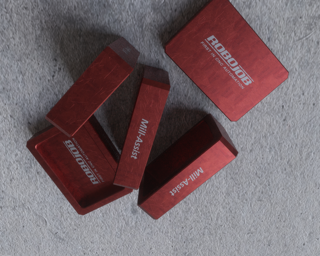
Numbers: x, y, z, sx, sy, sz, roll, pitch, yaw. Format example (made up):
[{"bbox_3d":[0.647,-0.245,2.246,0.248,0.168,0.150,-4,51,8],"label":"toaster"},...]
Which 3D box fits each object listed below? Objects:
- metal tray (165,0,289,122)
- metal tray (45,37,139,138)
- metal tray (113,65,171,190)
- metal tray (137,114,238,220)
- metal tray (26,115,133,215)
[{"bbox_3d":[0.080,-0.082,0.379,0.090,0.030,0.130,-43,105,13],"label":"metal tray"},{"bbox_3d":[-0.066,-0.051,0.335,0.030,0.130,0.090,42,104,-14],"label":"metal tray"},{"bbox_3d":[-0.022,-0.003,0.374,0.030,0.090,0.129,16,109,-6],"label":"metal tray"},{"bbox_3d":[0.030,0.046,0.393,0.130,0.090,0.030,-41,105,13],"label":"metal tray"},{"bbox_3d":[-0.104,0.048,0.424,0.090,0.030,0.130,-27,108,9],"label":"metal tray"}]
